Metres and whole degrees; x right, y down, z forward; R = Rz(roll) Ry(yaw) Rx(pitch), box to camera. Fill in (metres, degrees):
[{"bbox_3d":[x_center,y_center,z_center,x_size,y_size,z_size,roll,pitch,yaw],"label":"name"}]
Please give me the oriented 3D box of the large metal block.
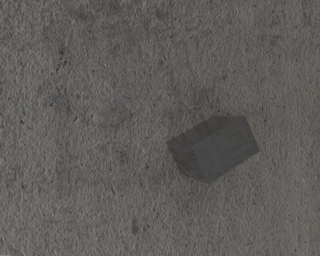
[{"bbox_3d":[0.066,0.024,0.404,0.080,0.080,0.050,-28,100,-18],"label":"large metal block"}]
